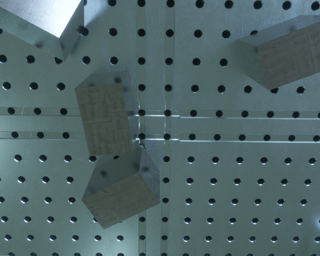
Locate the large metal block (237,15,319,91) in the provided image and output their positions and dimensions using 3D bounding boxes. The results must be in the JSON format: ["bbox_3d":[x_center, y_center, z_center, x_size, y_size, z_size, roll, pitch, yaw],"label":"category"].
[{"bbox_3d":[0.144,-0.089,0.353,0.080,0.080,0.050,-20,109,7],"label":"large metal block"}]

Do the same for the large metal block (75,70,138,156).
[{"bbox_3d":[-0.060,-0.021,0.375,0.050,0.080,0.079,-7,110,2],"label":"large metal block"}]

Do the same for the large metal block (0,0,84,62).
[{"bbox_3d":[-0.130,-0.122,0.330,0.080,0.080,0.050,27,80,-10],"label":"large metal block"}]

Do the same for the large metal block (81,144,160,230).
[{"bbox_3d":[-0.047,0.075,0.411,0.080,0.080,0.050,-27,108,9],"label":"large metal block"}]
